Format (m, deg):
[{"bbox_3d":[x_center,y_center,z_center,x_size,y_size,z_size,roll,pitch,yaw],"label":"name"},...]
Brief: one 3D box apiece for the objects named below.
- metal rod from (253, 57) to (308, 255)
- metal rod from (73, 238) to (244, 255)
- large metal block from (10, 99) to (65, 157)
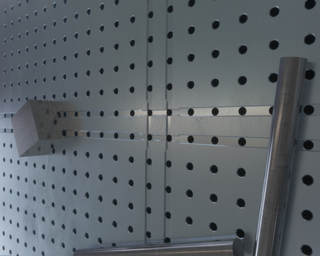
[{"bbox_3d":[0.114,0.080,0.314,0.025,0.025,0.298,10,97,39],"label":"metal rod"},{"bbox_3d":[-0.025,0.175,0.430,0.299,0.025,0.025,-21,77,38],"label":"metal rod"},{"bbox_3d":[-0.232,0.001,0.585,0.080,0.050,0.080,-32,70,35],"label":"large metal block"}]
